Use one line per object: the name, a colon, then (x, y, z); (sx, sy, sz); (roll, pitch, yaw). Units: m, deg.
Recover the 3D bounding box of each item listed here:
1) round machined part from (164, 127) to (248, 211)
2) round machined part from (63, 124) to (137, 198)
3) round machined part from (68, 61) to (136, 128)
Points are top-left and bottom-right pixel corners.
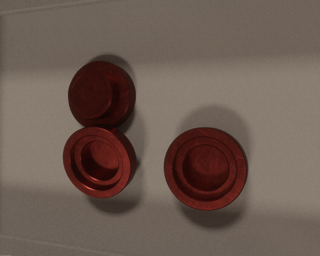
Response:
round machined part: (0.058, 0.048, 0.381); (0.098, 0.042, 0.097); (0, 90, 19)
round machined part: (-0.077, 0.042, 0.421); (0.098, 0.042, 0.097); (4, 103, 16)
round machined part: (-0.087, -0.045, 0.431); (0.098, 0.042, 0.097); (0, 90, 19)
